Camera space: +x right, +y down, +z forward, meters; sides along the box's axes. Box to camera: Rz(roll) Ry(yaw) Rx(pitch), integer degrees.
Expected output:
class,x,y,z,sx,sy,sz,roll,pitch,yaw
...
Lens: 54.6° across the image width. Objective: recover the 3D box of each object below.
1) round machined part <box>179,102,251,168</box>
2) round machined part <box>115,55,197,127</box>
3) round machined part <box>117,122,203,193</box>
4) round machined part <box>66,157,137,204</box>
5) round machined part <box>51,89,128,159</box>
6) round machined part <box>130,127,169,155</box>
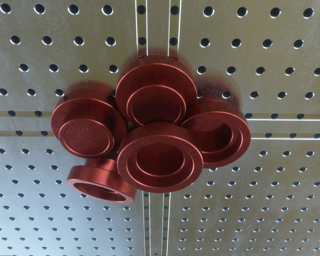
class,x,y,z,sx,sy,sz,roll,pitch,yaw
round machined part,0.064,0.005,0.404,0.099,0.042,0.097,0,130,0
round machined part,-0.004,-0.034,0.372,0.099,0.042,0.097,0,130,0
round machined part,0.000,0.031,0.370,0.099,0.042,0.097,0,130,0
round machined part,-0.079,0.073,0.444,0.098,0.042,0.098,12,154,6
round machined part,-0.091,0.002,0.401,0.099,0.042,0.097,0,130,0
round machined part,-0.004,0.041,0.435,0.099,0.042,0.097,0,130,0
